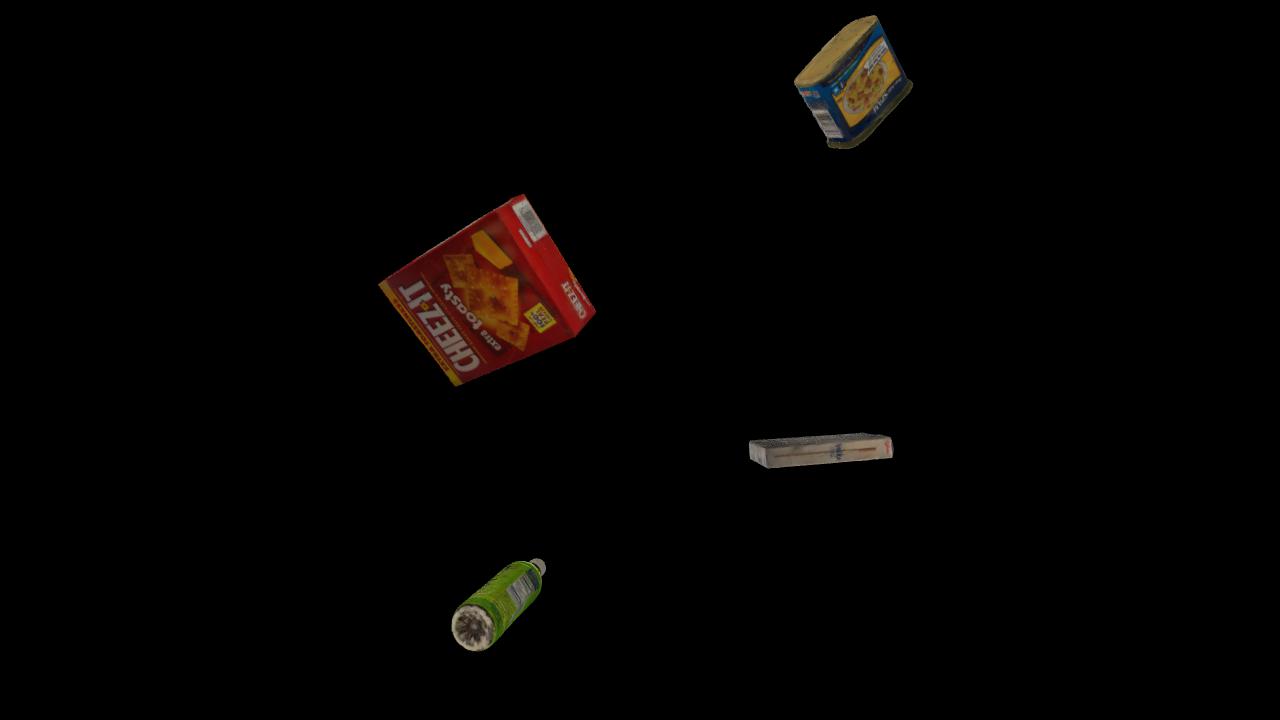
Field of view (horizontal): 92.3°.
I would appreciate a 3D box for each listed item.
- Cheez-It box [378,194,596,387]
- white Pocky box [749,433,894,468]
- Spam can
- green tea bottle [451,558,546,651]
[{"bbox_3d":[-0.188,-0.076,0.753,0.223,0.166,0.071,-20,21,32],"label":"Cheez-It box"},{"bbox_3d":[0.219,0.110,0.758,0.154,0.028,0.084,-4,-3,-3],"label":"white Pocky box"},{"bbox_3d":[0.224,-0.291,0.648,0.085,0.101,0.058,43,-2,-31],"label":"Spam can"},{"bbox_3d":[-0.195,0.351,0.918,0.073,0.073,0.212,0,3,16],"label":"green tea bottle"}]
